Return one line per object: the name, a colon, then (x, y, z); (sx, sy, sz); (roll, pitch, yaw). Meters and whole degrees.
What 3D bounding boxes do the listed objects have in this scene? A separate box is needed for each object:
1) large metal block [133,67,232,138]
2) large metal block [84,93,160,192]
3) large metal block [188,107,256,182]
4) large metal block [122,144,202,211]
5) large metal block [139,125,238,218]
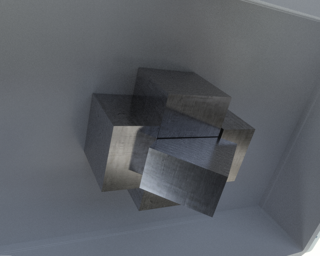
large metal block: (0.022, -0.031, 0.364); (0.081, 0.080, 0.050); (0, 119, -28)
large metal block: (-0.048, 0.014, 0.355); (0.050, 0.080, 0.079); (0, 119, -29)
large metal block: (0.070, 0.018, 0.418); (0.050, 0.080, 0.079); (0, 119, -29)
large metal block: (-0.001, 0.057, 0.406); (0.081, 0.080, 0.050); (0, 119, -28)
large metal block: (0.034, 0.041, 0.342); (0.080, 0.080, 0.050); (-46, 153, -62)
